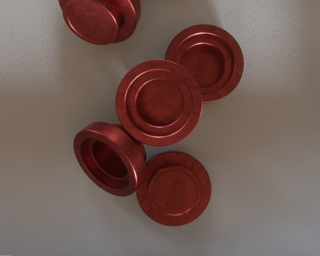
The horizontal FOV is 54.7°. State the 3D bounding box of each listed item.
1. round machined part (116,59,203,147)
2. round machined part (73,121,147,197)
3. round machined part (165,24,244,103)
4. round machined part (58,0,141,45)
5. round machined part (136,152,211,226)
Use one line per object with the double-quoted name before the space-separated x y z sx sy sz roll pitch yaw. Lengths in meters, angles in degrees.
"round machined part" 0.001 -0.030 0.366 0.099 0.042 0.097 1 98 7
"round machined part" -0.056 0.034 0.385 0.098 0.098 0.042 47 47 -1
"round machined part" 0.055 -0.080 0.404 0.099 0.042 0.097 0 90 -1
"round machined part" -0.076 -0.139 0.371 0.099 0.098 0.042 18 60 -1
"round machined part" 0.018 0.080 0.403 0.099 0.042 0.097 0 90 -1
